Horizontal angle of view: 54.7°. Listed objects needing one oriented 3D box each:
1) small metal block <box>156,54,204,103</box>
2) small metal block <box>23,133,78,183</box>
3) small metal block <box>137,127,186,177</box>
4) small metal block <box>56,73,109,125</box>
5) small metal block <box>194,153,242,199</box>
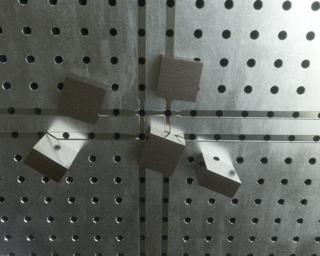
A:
[{"bbox_3d":[0.024,-0.063,0.391,0.050,0.025,0.050,8,110,-4],"label":"small metal block"},{"bbox_3d":[-0.144,0.039,0.412,0.050,0.050,0.025,35,106,-12],"label":"small metal block"},{"bbox_3d":[0.002,0.032,0.426,0.050,0.025,0.050,20,109,-8],"label":"small metal block"},{"bbox_3d":[-0.099,-0.037,0.398,0.050,0.025,0.050,18,109,-7],"label":"small metal block"},{"bbox_3d":[0.078,0.064,0.425,0.050,0.050,0.025,23,108,-9],"label":"small metal block"}]
